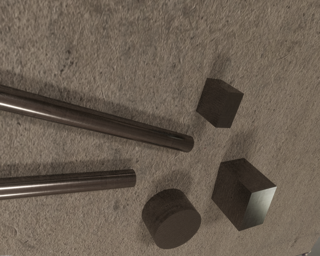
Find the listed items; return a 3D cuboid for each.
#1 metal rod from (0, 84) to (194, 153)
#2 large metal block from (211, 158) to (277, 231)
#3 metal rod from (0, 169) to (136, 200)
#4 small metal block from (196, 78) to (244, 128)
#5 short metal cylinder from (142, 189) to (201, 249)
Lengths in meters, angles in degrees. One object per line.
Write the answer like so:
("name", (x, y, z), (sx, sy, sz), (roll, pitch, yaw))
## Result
("metal rod", (-0.079, -0.009, 0.358), (0.302, 0.025, 0.025), (15, 110, -35))
("large metal block", (0.136, 0.108, 0.515), (0.050, 0.080, 0.079), (-7, 122, -25))
("metal rod", (-0.170, 0.069, 0.356), (0.303, 0.025, 0.025), (0, 118, -29))
("small metal block", (0.079, -0.034, 0.415), (0.025, 0.050, 0.050), (2, 118, -30))
("short metal cylinder", (0.018, 0.144, 0.491), (0.081, 0.050, 0.079), (-14, 125, -21))
